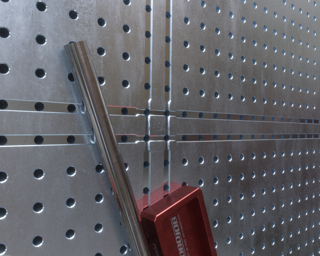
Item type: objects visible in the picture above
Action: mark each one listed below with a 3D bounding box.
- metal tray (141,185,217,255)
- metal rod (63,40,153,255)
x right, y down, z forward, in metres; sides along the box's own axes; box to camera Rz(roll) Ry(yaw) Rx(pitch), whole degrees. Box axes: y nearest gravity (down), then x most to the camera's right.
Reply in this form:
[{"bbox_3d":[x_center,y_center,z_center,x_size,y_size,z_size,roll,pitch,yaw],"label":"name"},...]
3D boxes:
[{"bbox_3d":[0.031,0.157,0.431,0.091,0.030,0.129,-24,105,-37],"label":"metal tray"},{"bbox_3d":[-0.053,0.050,0.364,0.025,0.025,0.298,-25,106,-37],"label":"metal rod"}]
